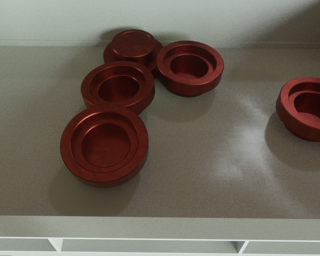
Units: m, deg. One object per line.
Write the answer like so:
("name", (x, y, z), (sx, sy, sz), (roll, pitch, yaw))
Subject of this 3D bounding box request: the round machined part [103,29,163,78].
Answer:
("round machined part", (-0.041, -0.119, 0.490), (0.099, 0.042, 0.098), (0, 53, 0))

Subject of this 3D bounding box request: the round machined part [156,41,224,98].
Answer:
("round machined part", (0.042, -0.084, 0.462), (0.099, 0.042, 0.098), (2, 52, -2))

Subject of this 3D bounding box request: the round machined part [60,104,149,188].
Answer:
("round machined part", (-0.062, 0.024, 0.365), (0.099, 0.042, 0.098), (0, 62, 0))

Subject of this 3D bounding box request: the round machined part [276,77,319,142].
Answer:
("round machined part", (0.204, -0.020, 0.412), (0.099, 0.042, 0.098), (0, 50, 0))

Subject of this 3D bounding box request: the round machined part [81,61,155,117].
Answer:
("round machined part", (-0.056, -0.047, 0.430), (0.099, 0.042, 0.098), (-2, 48, 3))
